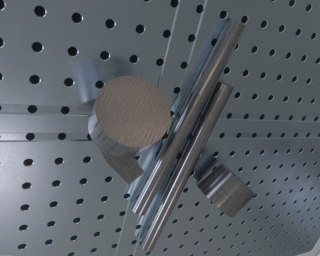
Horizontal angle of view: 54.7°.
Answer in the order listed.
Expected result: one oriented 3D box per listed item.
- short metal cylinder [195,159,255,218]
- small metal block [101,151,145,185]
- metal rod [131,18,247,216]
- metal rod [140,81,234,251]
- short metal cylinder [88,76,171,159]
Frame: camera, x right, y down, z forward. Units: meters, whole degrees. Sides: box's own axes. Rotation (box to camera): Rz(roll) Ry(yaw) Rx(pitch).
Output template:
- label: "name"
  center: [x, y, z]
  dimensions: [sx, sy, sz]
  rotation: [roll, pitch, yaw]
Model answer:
- label: "short metal cylinder"
  center: [0.103, 0.094, 0.490]
  dimensions: [0.050, 0.080, 0.080]
  rotation: [-48, 129, 5]
- label: "small metal block"
  center: [-0.051, 0.035, 0.389]
  dimensions: [0.025, 0.050, 0.050]
  rotation: [-37, 129, -3]
- label: "metal rod"
  center: [0.032, -0.003, 0.426]
  dimensions: [0.025, 0.025, 0.298]
  rotation: [15, 111, -34]
- label: "metal rod"
  center: [0.034, 0.069, 0.471]
  dimensions: [0.025, 0.025, 0.298]
  rotation: [10, 113, -33]
- label: "short metal cylinder"
  center: [-0.035, -0.011, 0.342]
  dimensions: [0.081, 0.080, 0.050]
  rotation: [-9, 165, -24]
